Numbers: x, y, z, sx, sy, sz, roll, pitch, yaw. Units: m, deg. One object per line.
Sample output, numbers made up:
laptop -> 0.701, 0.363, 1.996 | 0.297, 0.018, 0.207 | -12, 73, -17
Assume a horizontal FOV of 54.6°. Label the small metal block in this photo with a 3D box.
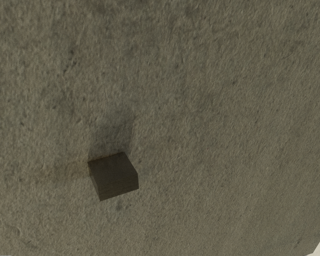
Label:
small metal block -> -0.060, 0.060, 0.394 | 0.050, 0.050, 0.025 | -15, 125, -20
